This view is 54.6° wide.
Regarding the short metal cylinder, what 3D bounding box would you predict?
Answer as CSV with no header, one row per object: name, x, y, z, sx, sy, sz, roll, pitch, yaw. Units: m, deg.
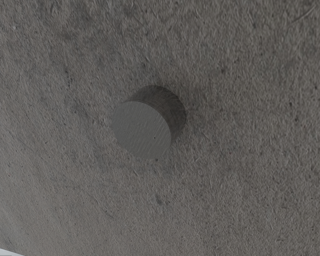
short metal cylinder,-0.013,-0.008,0.393,0.080,0.050,0.080,13,124,21
